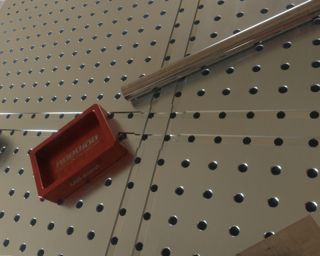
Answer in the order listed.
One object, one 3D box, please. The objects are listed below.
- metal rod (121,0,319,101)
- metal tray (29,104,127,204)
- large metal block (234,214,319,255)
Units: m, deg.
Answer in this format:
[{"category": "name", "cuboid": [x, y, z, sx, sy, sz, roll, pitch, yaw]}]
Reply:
[{"category": "metal rod", "cuboid": [0.082, -0.107, 0.430, 0.301, 0.025, 0.025, -22, 54, 14]}, {"category": "metal tray", "cuboid": [-0.121, 0.035, 0.447, 0.130, 0.030, 0.090, -36, 51, 4]}, {"category": "large metal block", "cuboid": [0.101, 0.120, 0.246, 0.080, 0.080, 0.050, -32, 52, 7]}]
